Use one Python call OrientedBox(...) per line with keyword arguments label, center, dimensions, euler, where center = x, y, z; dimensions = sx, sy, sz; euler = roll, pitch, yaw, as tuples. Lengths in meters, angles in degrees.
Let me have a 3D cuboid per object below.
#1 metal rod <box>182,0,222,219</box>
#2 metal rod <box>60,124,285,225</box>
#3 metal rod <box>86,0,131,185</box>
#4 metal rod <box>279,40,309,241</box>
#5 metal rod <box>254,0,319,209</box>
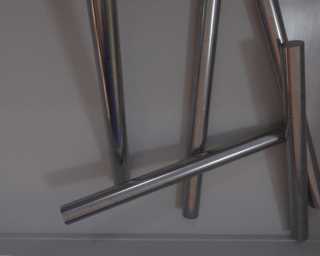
OrientedBox(label="metal rod", center=(0.052, -0.012, 0.407), dimensions=(0.025, 0.025, 0.298), euler=(2, 110, -1))
OrientedBox(label="metal rod", center=(0.024, 0.056, 0.397), dimensions=(0.302, 0.025, 0.025), euler=(-20, 110, -7))
OrientedBox(label="metal rod", center=(-0.051, -0.028, 0.335), dimensions=(0.025, 0.025, 0.298), euler=(1, 135, -1))
OrientedBox(label="metal rod", center=(0.178, 0.036, 0.405), dimensions=(0.025, 0.025, 0.298), euler=(-13, 118, 5))
OrientedBox(label="metal rod", center=(0.176, -0.020, 0.405), dimensions=(0.025, 0.025, 0.299), euler=(-21, 109, 7))
